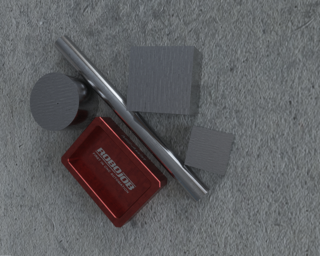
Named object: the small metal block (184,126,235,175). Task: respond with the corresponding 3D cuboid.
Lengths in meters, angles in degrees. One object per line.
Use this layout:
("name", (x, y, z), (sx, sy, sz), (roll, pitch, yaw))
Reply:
("small metal block", (0.063, 0.027, 0.388), (0.050, 0.025, 0.050), (14, 95, 19))

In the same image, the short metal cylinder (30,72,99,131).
("short metal cylinder", (-0.136, -0.036, 0.443), (0.080, 0.050, 0.079), (0, 90, 19))

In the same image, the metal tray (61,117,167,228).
("metal tray", (-0.065, 0.058, 0.429), (0.130, 0.030, 0.090), (46, 104, 14))

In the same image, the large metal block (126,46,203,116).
("large metal block", (0.007, -0.058, 0.394), (0.080, 0.050, 0.079), (5, 92, 19))

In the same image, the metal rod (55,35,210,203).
("metal rod", (-0.046, -0.021, 0.425), (0.025, 0.025, 0.300), (-46, 76, 14))
